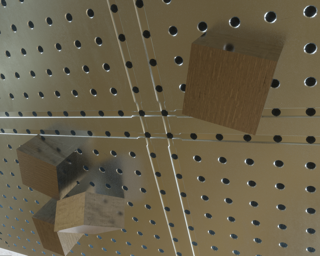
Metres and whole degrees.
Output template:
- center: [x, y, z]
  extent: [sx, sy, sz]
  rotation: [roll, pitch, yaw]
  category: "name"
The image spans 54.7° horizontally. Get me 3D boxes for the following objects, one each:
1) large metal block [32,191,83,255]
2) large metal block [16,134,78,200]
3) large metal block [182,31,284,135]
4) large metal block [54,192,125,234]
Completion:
- center: [-0.178, 0.172, 0.573]
  extent: [0.050, 0.080, 0.079]
  rotation: [9, 122, 23]
  category: "large metal block"
- center: [-0.193, 0.068, 0.536]
  extent: [0.080, 0.050, 0.079]
  rotation: [19, 126, 16]
  category: "large metal block"
- center: [0.074, -0.049, 0.325]
  extent: [0.080, 0.050, 0.079]
  rotation: [17, 125, 17]
  category: "large metal block"
- center: [-0.117, 0.145, 0.518]
  extent: [0.080, 0.050, 0.080]
  rotation: [-23, 148, 36]
  category: "large metal block"
